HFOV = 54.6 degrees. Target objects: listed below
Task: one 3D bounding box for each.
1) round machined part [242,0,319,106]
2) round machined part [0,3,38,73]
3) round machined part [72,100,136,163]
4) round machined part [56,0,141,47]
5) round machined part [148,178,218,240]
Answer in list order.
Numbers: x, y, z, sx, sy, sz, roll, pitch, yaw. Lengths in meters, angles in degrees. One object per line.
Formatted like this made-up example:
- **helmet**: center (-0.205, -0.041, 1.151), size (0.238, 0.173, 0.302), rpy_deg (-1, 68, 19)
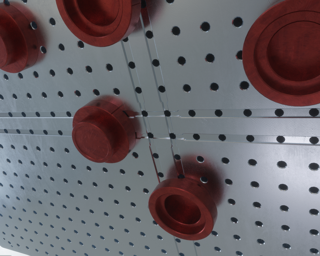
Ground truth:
- **round machined part**: center (0.130, -0.073, 0.287), size (0.098, 0.042, 0.097), rpy_deg (13, 124, 21)
- **round machined part**: center (-0.229, -0.125, 0.445), size (0.098, 0.042, 0.097), rpy_deg (13, 124, 21)
- **round machined part**: center (-0.089, 0.012, 0.455), size (0.098, 0.042, 0.097), rpy_deg (13, 124, 21)
- **round machined part**: center (-0.064, -0.144, 0.345), size (0.098, 0.042, 0.097), rpy_deg (13, 124, 21)
- **round machined part**: center (0.036, 0.112, 0.451), size (0.098, 0.042, 0.097), rpy_deg (13, 124, 21)
